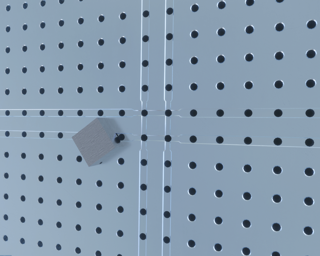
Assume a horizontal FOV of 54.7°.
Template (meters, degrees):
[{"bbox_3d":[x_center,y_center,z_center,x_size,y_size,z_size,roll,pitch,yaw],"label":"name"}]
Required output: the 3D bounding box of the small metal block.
[{"bbox_3d":[-0.089,0.020,0.443,0.050,0.025,0.050,-36,79,16],"label":"small metal block"}]
